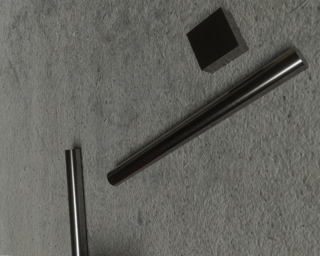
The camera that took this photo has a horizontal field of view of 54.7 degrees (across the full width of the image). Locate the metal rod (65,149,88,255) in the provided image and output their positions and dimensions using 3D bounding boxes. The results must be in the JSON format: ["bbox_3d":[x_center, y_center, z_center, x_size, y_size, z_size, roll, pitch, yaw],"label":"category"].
[{"bbox_3d":[-0.136,0.185,0.517,0.025,0.025,0.298,-9,85,39],"label":"metal rod"}]

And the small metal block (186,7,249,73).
[{"bbox_3d":[0.064,-0.098,0.352,0.050,0.025,0.050,-31,71,35],"label":"small metal block"}]

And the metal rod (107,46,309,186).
[{"bbox_3d":[0.033,0.004,0.377,0.299,0.025,0.025,-35,69,34],"label":"metal rod"}]
